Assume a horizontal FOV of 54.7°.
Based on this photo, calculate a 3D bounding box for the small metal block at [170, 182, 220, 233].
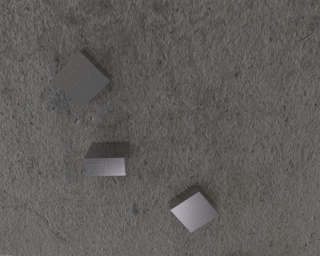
[{"bbox_3d":[0.050,0.116,0.453,0.050,0.025,0.050,-36,106,12],"label":"small metal block"}]

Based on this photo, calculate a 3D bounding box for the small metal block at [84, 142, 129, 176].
[{"bbox_3d":[-0.069,0.040,0.411,0.050,0.050,0.025,-1,110,0],"label":"small metal block"}]

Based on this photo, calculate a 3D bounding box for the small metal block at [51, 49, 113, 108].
[{"bbox_3d":[-0.096,-0.062,0.386,0.050,0.025,0.050,-42,105,13],"label":"small metal block"}]
